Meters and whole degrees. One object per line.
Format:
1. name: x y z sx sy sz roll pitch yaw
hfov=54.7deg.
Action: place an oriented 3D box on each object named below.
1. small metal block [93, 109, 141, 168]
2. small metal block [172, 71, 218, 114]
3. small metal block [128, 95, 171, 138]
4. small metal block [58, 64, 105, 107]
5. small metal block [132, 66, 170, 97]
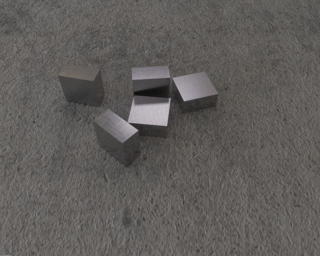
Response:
1. small metal block: -0.051 0.013 0.376 0.050 0.050 0.025 34 58 25
2. small metal block: 0.049 -0.052 0.447 0.050 0.025 0.050 -13 51 -11
3. small metal block: -0.013 -0.016 0.416 0.050 0.025 0.050 5 50 4
4. small metal block: -0.109 -0.059 0.436 0.050 0.050 0.025 10 51 8
5. small metal block: -0.013 -0.059 0.436 0.050 0.050 0.025 -4 50 -4
